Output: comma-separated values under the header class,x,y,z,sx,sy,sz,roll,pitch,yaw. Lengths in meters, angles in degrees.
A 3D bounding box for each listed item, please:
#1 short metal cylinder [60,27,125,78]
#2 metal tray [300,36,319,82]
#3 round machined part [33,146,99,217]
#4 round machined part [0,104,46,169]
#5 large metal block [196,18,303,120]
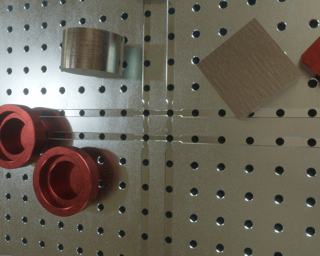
class,x,y,z,sx,sy,sz,roll,pitch,yaw
short metal cylinder,-0.090,-0.098,0.415,0.080,0.080,0.050,6,92,20
metal tray,0.230,-0.093,0.328,0.090,0.030,0.130,45,104,14
round machined part,-0.131,0.074,0.450,0.098,0.042,0.097,0,90,20
round machined part,-0.218,0.013,0.481,0.098,0.042,0.097,0,90,20
large metal block,0.103,-0.065,0.363,0.080,0.050,0.080,-38,78,16
